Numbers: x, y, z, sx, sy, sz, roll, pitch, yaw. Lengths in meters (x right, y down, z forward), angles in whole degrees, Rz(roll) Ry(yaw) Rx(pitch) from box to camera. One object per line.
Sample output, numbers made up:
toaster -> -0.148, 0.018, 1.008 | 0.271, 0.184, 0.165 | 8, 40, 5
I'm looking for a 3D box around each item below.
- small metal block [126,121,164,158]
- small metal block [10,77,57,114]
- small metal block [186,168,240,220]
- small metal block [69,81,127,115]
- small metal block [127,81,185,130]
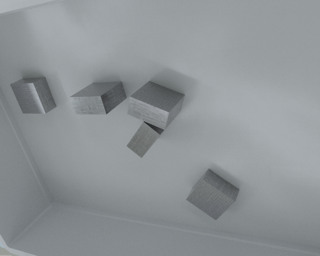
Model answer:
small metal block -> -0.011, 0.004, 0.401 | 0.025, 0.050, 0.050 | 39, 129, 2
small metal block -> -0.196, -0.050, 0.481 | 0.050, 0.025, 0.050 | 2, 119, 27
small metal block -> 0.072, 0.092, 0.428 | 0.050, 0.025, 0.050 | 34, 129, 5
small metal block -> -0.081, -0.040, 0.410 | 0.050, 0.050, 0.025 | 1, 119, 28
small metal block -> -0.004, -0.029, 0.377 | 0.050, 0.050, 0.025 | 23, 127, 14
